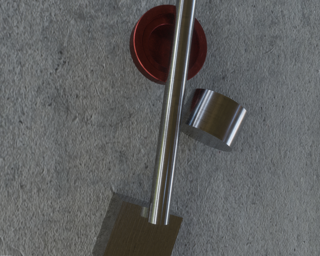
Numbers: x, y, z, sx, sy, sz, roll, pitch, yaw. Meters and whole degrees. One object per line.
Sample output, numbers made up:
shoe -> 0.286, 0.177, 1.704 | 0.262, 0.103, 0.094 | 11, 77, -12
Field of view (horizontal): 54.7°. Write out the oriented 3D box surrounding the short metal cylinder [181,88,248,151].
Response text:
short metal cylinder -> 0.067, -0.009, 0.405 | 0.080, 0.080, 0.050 | 30, 80, -18

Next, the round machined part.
round machined part -> 0.008, -0.104, 0.403 | 0.099, 0.042, 0.097 | 0, 90, -20

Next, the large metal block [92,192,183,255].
large metal block -> -0.029, 0.134, 0.386 | 0.080, 0.050, 0.080 | 21, 83, -19

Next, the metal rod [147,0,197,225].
metal rod -> 0.017, -0.040, 0.367 | 0.025, 0.025, 0.298 | 9, 85, -20
